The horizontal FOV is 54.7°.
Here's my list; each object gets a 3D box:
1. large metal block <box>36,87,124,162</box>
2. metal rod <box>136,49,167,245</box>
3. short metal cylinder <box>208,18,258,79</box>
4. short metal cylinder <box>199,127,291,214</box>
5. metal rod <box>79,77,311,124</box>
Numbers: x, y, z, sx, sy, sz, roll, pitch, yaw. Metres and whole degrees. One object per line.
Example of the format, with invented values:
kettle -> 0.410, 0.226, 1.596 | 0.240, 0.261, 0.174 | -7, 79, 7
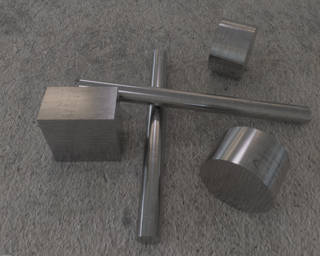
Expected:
large metal block -> -0.088, -0.003, 0.369 | 0.081, 0.080, 0.050 | 0, 50, 0
metal rod -> -0.006, -0.003, 0.405 | 0.025, 0.025, 0.300 | 2, 50, 1
short metal cylinder -> 0.110, -0.119, 0.469 | 0.050, 0.080, 0.080 | 19, 53, 15
short metal cylinder -> 0.090, 0.045, 0.331 | 0.080, 0.080, 0.050 | 27, 55, 21
metal rod -> 0.048, -0.035, 0.407 | 0.302, 0.025, 0.025 | 7, 50, -5
